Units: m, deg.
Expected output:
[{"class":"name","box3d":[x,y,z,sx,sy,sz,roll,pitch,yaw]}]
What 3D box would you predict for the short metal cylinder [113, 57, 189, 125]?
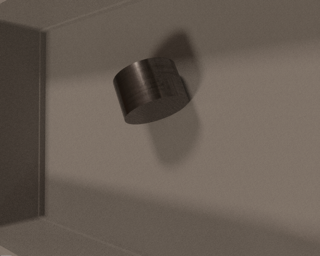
[{"class":"short metal cylinder","box3d":[-0.011,-0.043,0.379,0.080,0.081,0.050,-29,72,36]}]
